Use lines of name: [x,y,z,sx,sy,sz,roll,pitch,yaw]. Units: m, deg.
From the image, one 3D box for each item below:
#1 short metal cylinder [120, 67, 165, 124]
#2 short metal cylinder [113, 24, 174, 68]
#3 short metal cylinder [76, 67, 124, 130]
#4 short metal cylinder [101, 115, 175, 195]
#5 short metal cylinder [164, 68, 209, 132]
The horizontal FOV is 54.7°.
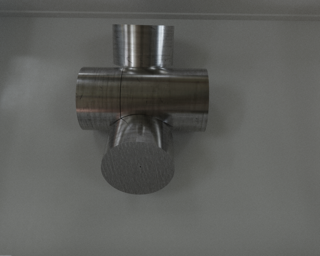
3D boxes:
short metal cylinder: [-0.019,-0.036,0.391,0.050,0.080,0.080,1,70,1]
short metal cylinder: [-0.022,-0.110,0.411,0.080,0.080,0.050,2,108,0]
short metal cylinder: [-0.070,-0.037,0.392,0.050,0.080,0.080,1,70,1]
short metal cylinder: [-0.024,0.031,0.359,0.081,0.079,0.050,0,36,0]
short metal cylinder: [0.031,-0.035,0.392,0.050,0.080,0.080,1,70,1]
